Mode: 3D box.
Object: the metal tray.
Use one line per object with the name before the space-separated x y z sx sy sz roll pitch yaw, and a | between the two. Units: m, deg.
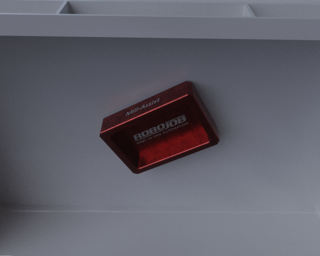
metal tray | 0.000 0.004 0.405 0.130 0.030 0.090 -23 127 17
